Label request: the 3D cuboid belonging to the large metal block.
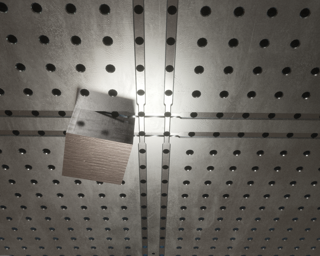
[{"bbox_3d":[-0.083,0.026,0.416,0.081,0.050,0.079,11,129,-10],"label":"large metal block"}]
